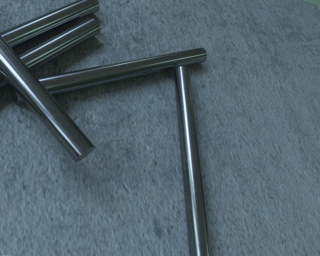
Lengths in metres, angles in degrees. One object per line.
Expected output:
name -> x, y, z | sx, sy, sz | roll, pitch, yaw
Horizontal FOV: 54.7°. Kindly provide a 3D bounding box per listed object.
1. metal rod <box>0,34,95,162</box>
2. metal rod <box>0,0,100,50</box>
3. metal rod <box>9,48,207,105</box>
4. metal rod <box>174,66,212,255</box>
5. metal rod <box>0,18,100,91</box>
metal rod -> -0.174, -0.085, 0.328 | 0.300, 0.025, 0.025 | 49, 51, 6
metal rod -> -0.182, -0.102, 0.368 | 0.025, 0.025, 0.301 | 43, 51, 1
metal rod -> -0.046, -0.080, 0.428 | 0.302, 0.025, 0.025 | -20, 73, -36
metal rod -> 0.040, 0.043, 0.400 | 0.025, 0.025, 0.299 | 11, 57, -23
metal rod -> -0.174, -0.059, 0.346 | 0.025, 0.025, 0.301 | 42, 51, 0
